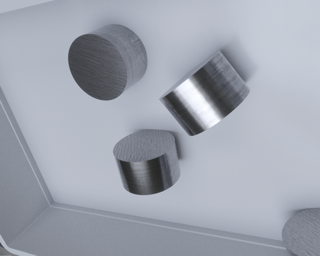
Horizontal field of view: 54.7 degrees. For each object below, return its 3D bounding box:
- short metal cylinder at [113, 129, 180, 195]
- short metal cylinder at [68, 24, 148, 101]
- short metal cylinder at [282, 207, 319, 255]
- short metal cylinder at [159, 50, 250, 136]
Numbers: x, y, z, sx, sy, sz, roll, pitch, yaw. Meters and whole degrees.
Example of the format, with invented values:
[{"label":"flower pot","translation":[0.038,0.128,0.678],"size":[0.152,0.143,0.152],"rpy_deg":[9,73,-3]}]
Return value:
[{"label":"short metal cylinder","translation":[-0.016,0.043,0.408],"size":[0.080,0.080,0.050],"rpy_deg":[3,120,26]},{"label":"short metal cylinder","translation":[-0.062,-0.080,0.376],"size":[0.080,0.050,0.079],"rpy_deg":[13,124,21]},{"label":"short metal cylinder","translation":[0.190,0.138,0.359],"size":[0.080,0.080,0.050],"rpy_deg":[-14,111,34]},{"label":"short metal cylinder","translation":[0.046,-0.036,0.326],"size":[0.080,0.080,0.050],"rpy_deg":[-34,99,38]}]
